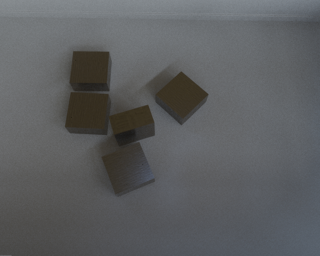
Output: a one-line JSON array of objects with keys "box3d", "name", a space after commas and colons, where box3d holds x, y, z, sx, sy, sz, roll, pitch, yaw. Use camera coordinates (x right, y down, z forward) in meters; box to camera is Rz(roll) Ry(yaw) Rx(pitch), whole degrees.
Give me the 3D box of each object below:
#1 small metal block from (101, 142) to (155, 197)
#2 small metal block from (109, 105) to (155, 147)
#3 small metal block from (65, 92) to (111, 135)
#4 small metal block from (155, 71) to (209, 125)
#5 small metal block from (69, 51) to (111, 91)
[{"box3d": [-0.039, 0.052, 0.390, 0.050, 0.025, 0.050, -22, 72, -8], "name": "small metal block"}, {"box3d": [-0.035, -0.002, 0.397, 0.050, 0.050, 0.025, -17, 71, -6], "name": "small metal block"}, {"box3d": [-0.095, -0.019, 0.415, 0.050, 0.025, 0.050, 3, 70, 0], "name": "small metal block"}, {"box3d": [0.030, -0.041, 0.425, 0.050, 0.025, 0.050, 43, 75, 13], "name": "small metal block"}, {"box3d": [-0.097, -0.080, 0.438, 0.050, 0.025, 0.050, 1, 70, 0], "name": "small metal block"}]
